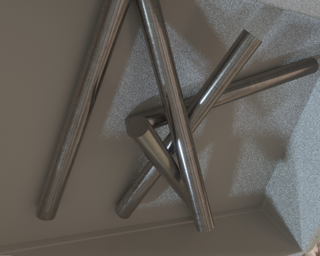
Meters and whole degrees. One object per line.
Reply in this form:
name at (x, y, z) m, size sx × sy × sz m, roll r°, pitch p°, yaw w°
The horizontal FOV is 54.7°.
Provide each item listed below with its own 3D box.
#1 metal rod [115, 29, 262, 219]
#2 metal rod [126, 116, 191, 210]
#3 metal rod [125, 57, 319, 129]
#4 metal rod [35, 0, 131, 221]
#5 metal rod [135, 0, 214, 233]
metal rod at (0.024, 0.011, 0.399) m, size 0.025 × 0.025 × 0.298 m, roll 18°, pitch 118°, yaw -35°
metal rod at (0.027, 0.076, 0.427) m, size 0.025 × 0.025 × 0.300 m, roll -37°, pitch 143°, yaw -3°
metal rod at (0.097, -0.048, 0.431) m, size 0.302 × 0.025 × 0.025 m, roll -19°, pitch 126°, yaw -17°
metal rod at (-0.089, -0.019, 0.347) m, size 0.025 × 0.025 × 0.298 m, roll 11°, pitch 113°, yaw -33°
metal rod at (0.022, -0.004, 0.365) m, size 0.025 × 0.025 × 0.298 m, roll -21°, pitch 110°, yaw -16°
